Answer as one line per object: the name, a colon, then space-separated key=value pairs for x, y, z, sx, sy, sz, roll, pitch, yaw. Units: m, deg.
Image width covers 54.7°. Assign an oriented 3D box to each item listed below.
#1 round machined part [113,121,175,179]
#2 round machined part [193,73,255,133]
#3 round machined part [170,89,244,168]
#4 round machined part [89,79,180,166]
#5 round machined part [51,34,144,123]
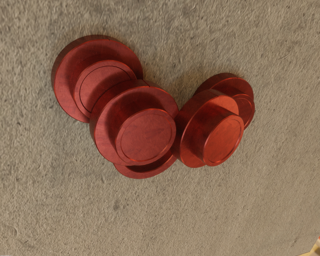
round machined part: x=-0.020 y=0.014 z=0.396 sx=0.099 sy=0.042 sz=0.097 roll=-14 pitch=125 yaw=-21
round machined part: x=0.093 y=-0.024 z=0.434 sx=0.099 sy=0.042 sz=0.097 roll=-14 pitch=125 yaw=-21
round machined part: x=0.062 y=0.007 z=0.369 sx=0.099 sy=0.042 sz=0.097 roll=-24 pitch=131 yaw=-31
round machined part: x=-0.022 y=0.001 z=0.332 sx=0.099 sy=0.042 sz=0.097 roll=-14 pitch=125 yaw=-21
round machined part: x=-0.063 y=-0.047 z=0.334 sx=0.099 sy=0.042 sz=0.097 roll=-14 pitch=125 yaw=-21
